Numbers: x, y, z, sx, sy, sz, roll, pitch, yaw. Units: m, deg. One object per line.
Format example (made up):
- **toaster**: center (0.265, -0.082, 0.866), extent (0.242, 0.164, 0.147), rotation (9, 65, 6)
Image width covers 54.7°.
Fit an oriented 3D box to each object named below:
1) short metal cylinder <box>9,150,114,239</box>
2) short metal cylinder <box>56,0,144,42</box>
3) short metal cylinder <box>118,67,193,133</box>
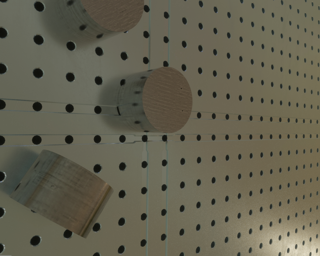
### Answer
- **short metal cylinder**: center (-0.092, 0.064, 0.297), extent (0.080, 0.080, 0.050), rotation (44, 64, -32)
- **short metal cylinder**: center (-0.065, -0.140, 0.340), extent (0.081, 0.050, 0.079), rotation (0, 90, -40)
- **short metal cylinder**: center (-0.005, -0.034, 0.390), extent (0.081, 0.050, 0.079), rotation (0, 90, -40)
